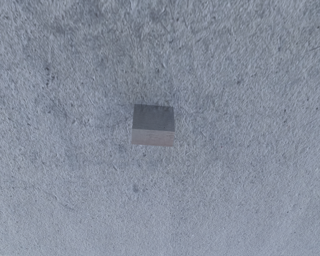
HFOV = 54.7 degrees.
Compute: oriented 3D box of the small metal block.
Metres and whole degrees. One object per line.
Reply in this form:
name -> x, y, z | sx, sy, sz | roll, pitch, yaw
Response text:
small metal block -> -0.009, -0.004, 0.388 | 0.050, 0.050, 0.025 | 4, 130, -4
